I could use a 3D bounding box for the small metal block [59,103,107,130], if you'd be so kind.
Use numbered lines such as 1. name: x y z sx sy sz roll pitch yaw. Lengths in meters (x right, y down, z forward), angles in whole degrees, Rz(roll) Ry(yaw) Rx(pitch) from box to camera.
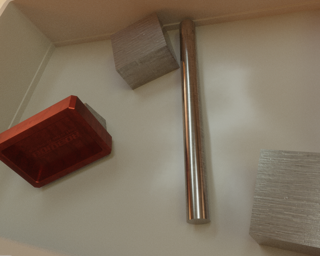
1. small metal block: -0.113 -0.004 0.450 0.050 0.050 0.025 -23 54 14

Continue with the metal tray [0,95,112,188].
1. metal tray: -0.143 0.022 0.420 0.130 0.090 0.030 -26 36 11

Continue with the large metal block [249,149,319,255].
1. large metal block: 0.131 0.068 0.279 0.080 0.050 0.080 2 63 29

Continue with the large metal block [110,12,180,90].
1. large metal block: -0.024 -0.117 0.473 0.080 0.050 0.080 -24 53 13

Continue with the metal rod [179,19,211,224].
1. metal rod: 0.041 -0.030 0.401 0.025 0.025 0.299 -13 56 21
